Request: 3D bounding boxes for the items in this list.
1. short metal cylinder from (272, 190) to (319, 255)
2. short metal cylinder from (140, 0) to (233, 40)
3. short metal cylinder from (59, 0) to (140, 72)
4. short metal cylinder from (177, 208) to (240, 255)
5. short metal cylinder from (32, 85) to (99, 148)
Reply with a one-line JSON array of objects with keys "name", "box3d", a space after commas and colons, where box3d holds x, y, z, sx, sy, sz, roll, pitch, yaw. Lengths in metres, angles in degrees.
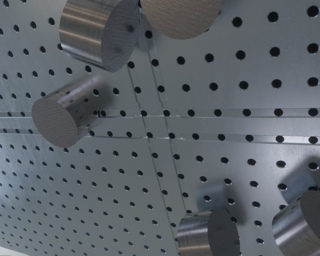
[{"name": "short metal cylinder", "box3d": [0.179, 0.119, 0.355, 0.080, 0.080, 0.050, 35, 129, 5]}, {"name": "short metal cylinder", "box3d": [0.027, -0.132, 0.299, 0.080, 0.050, 0.079, 13, 124, 21]}, {"name": "short metal cylinder", "box3d": [-0.064, -0.108, 0.343, 0.050, 0.080, 0.079, 22, 127, 15]}, {"name": "short metal cylinder", "box3d": [0.069, 0.157, 0.436, 0.050, 0.080, 0.080, -23, 106, 36]}, {"name": "short metal cylinder", "box3d": [-0.139, -0.018, 0.458, 0.080, 0.050, 0.079, 13, 124, 21]}]
